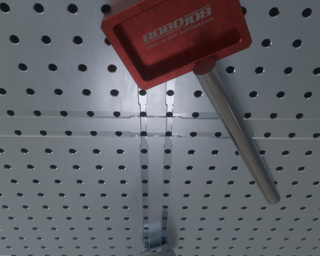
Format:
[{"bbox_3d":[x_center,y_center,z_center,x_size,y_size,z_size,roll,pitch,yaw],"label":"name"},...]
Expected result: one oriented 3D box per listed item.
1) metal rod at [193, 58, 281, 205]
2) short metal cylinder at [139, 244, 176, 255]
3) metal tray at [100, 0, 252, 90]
[{"bbox_3d":[0.116,0.026,0.414,0.025,0.025,0.300,-22,133,18],"label":"metal rod"},{"bbox_3d":[-0.001,0.276,0.610,0.050,0.080,0.080,-23,127,18],"label":"short metal cylinder"},{"bbox_3d":[0.018,-0.102,0.321,0.130,0.030,0.090,-21,128,16],"label":"metal tray"}]
